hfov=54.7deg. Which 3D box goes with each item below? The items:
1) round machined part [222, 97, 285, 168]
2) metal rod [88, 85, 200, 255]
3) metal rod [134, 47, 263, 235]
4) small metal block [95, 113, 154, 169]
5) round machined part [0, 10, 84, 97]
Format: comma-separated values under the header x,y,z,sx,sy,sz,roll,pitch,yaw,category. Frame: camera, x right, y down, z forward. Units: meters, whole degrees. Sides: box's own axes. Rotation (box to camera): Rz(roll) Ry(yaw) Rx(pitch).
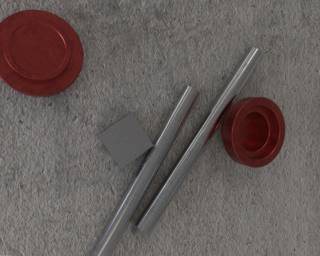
x,y,z,sx,sy,sz,roll,pitch,yaw,category
0.128,0.005,0.443,0.099,0.042,0.097,-3,96,-27,round machined part
-0.029,0.077,0.398,0.025,0.025,0.300,33,79,-17,metal rod
0.059,0.009,0.431,0.025,0.025,0.300,38,78,-16,metal rod
-0.045,0.015,0.393,0.050,0.025,0.050,-36,102,-17,small metal block
-0.137,-0.085,0.350,0.099,0.042,0.097,0,90,-20,round machined part
